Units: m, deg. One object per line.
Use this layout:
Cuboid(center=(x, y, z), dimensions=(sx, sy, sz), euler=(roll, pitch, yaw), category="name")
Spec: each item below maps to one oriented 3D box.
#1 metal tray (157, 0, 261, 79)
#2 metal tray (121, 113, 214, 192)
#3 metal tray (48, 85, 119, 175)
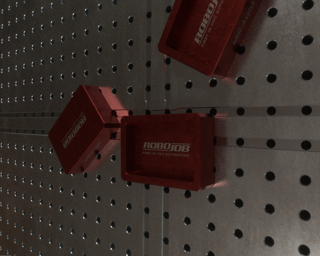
Cuboid(center=(0.059, -0.133, 0.356), dimensions=(0.090, 0.030, 0.129), euler=(35, 112, 34), category="metal tray")
Cuboid(center=(0.005, 0.028, 0.400), dimensions=(0.130, 0.030, 0.089), euler=(-1, 90, 39), category="metal tray")
Cuboid(center=(-0.130, 0.004, 0.510), dimensions=(0.129, 0.030, 0.090), euler=(-48, 62, 29), category="metal tray")
